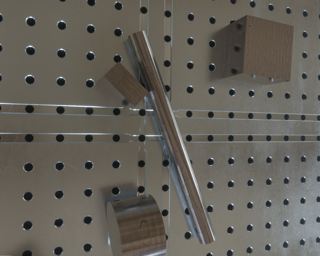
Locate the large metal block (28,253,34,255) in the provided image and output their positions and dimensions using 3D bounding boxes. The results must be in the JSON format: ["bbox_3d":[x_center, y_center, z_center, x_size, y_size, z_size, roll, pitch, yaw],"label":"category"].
[{"bbox_3d":[-0.159,0.204,0.341,0.080,0.050,0.080,-30,100,-18],"label":"large metal block"}]

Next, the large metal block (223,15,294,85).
[{"bbox_3d":[0.143,-0.110,0.454,0.081,0.050,0.080,5,89,-20],"label":"large metal block"}]

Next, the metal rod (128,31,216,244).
[{"bbox_3d":[0.019,0.018,0.420,0.025,0.025,0.298,-22,98,-19],"label":"metal rod"}]

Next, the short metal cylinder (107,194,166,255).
[{"bbox_3d":[-0.031,0.124,0.373,0.050,0.080,0.079,-7,93,-20],"label":"short metal cylinder"}]

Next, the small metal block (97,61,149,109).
[{"bbox_3d":[-0.047,-0.051,0.383,0.050,0.050,0.025,45,76,-15],"label":"small metal block"}]
